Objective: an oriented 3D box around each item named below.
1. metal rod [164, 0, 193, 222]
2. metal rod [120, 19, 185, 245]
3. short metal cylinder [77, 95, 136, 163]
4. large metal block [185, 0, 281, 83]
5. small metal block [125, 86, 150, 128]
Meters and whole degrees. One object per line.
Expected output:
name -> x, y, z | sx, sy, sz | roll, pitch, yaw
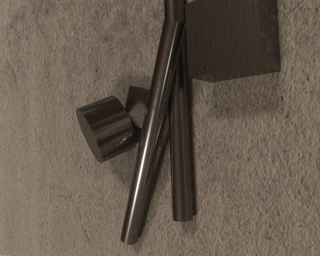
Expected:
metal rod -> 0.022, -0.037, 0.384 | 0.025, 0.025, 0.298 | -4, 87, 39
metal rod -> -0.013, 0.019, 0.391 | 0.025, 0.025, 0.298 | 27, 113, 36
short metal cylinder -> -0.074, 0.001, 0.424 | 0.080, 0.050, 0.080 | 49, 153, 36
large metal block -> 0.076, -0.096, 0.325 | 0.080, 0.050, 0.080 | -4, 87, 39
small metal block -> -0.020, -0.027, 0.420 | 0.050, 0.025, 0.050 | 21, 103, 37
